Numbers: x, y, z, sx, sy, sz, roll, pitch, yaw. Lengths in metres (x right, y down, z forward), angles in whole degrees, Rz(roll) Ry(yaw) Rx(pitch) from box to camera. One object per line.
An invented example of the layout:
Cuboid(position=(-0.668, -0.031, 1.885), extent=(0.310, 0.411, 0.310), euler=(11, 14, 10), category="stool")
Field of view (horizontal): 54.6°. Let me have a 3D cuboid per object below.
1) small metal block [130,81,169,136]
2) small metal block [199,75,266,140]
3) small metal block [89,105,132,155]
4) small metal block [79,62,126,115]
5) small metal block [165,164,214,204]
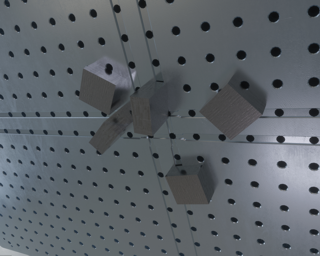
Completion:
Cuboid(position=(-0.012, -0.025, 0.386), extent=(0.025, 0.050, 0.050), euler=(10, 123, 23), category="small metal block")
Cuboid(position=(0.082, -0.022, 0.354), extent=(0.050, 0.025, 0.050), euler=(42, 129, -1), category="small metal block")
Cuboid(position=(-0.065, 0.003, 0.432), extent=(0.025, 0.050, 0.050), euler=(43, 129, -1), category="small metal block")
Cuboid(position=(-0.079, -0.053, 0.421), extent=(0.050, 0.025, 0.050), euler=(28, 128, 10), category="small metal block")
Cuboid(position=(0.042, 0.080, 0.439), extent=(0.050, 0.025, 0.050), euler=(-9, 114, 32), category="small metal block")
